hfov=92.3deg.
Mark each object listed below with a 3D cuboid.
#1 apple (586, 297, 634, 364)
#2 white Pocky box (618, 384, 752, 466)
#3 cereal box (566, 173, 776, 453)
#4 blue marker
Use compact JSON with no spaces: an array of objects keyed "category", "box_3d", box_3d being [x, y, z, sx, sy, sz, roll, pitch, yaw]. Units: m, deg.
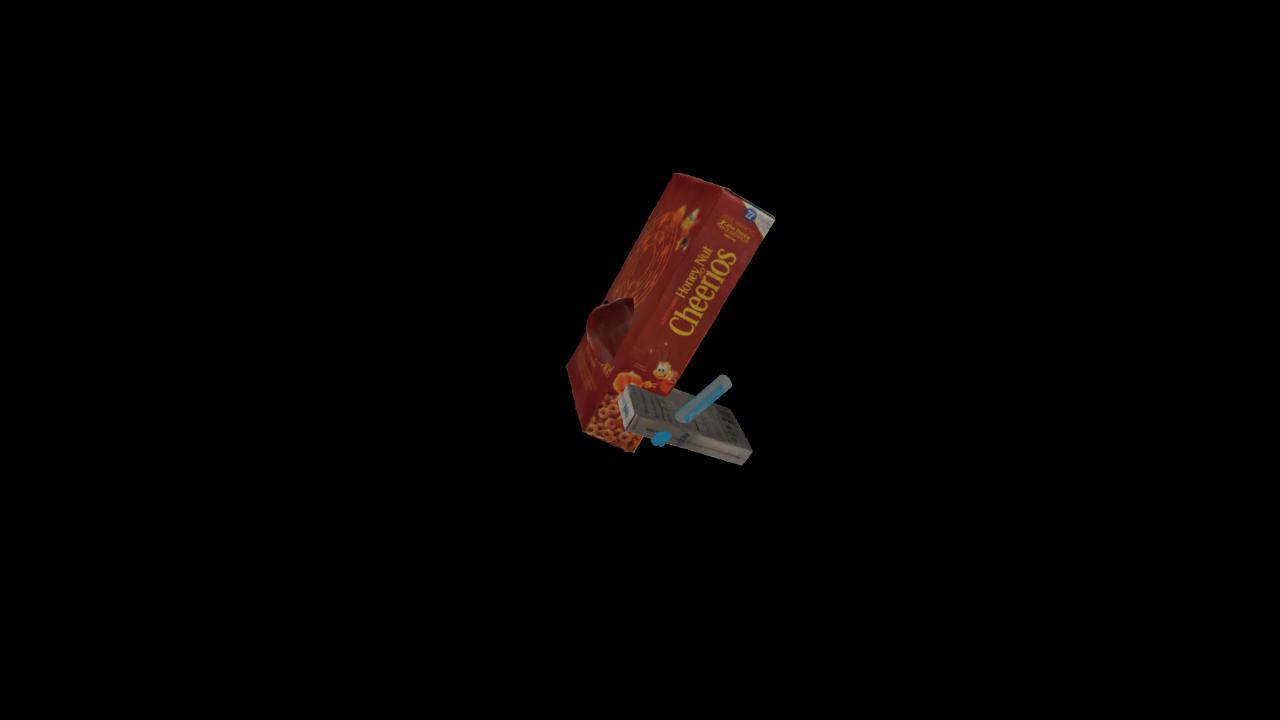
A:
[{"category":"apple","box_3d":[-0.022,-0.028,0.708,0.079,0.093,0.079,-19,-7,-2]},{"category":"white Pocky box","box_3d":[0.048,0.065,0.687,0.154,0.028,0.084,20,27,-24]},{"category":"cereal box","box_3d":[0.020,-0.068,0.741,0.081,0.306,0.203,26,13,-21]},{"category":"blue marker","box_3d":[0.056,0.055,0.669,0.121,0.020,0.020,-36,20,-30]}]
